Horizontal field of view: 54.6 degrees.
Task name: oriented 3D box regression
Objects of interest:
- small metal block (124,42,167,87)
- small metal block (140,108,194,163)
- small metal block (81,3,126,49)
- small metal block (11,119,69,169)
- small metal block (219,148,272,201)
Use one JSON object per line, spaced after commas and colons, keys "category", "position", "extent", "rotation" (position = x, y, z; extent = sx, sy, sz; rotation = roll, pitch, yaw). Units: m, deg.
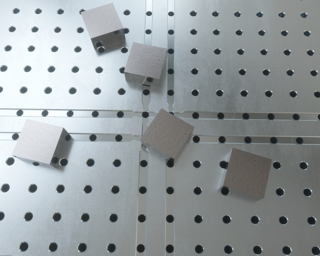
{"category": "small metal block", "position": [-0.020, -0.091, 0.445], "extent": [0.050, 0.025, 0.050], "rotation": [12, 70, 4]}
{"category": "small metal block", "position": [0.010, 0.010, 0.408], "extent": [0.050, 0.025, 0.050], "rotation": [31, 73, 10]}
{"category": "small metal block", "position": [-0.086, -0.155, 0.468], "extent": [0.050, 0.025, 0.050], "rotation": [-20, 71, -7]}
{"category": "small metal block", "position": [-0.154, 0.021, 0.404], "extent": [0.050, 0.025, 0.050], "rotation": [13, 70, 4]}
{"category": "small metal block", "position": [0.108, 0.058, 0.391], "extent": [0.050, 0.025, 0.050], "rotation": [17, 71, 6]}
